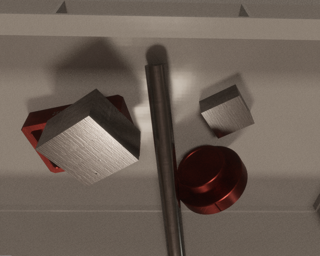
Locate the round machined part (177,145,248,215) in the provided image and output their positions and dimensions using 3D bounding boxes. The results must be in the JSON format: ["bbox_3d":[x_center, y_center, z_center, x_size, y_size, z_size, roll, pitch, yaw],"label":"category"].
[{"bbox_3d":[0.062,0.062,0.415,0.098,0.098,0.042,-24,126,19],"label":"round machined part"}]

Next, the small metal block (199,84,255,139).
[{"bbox_3d":[0.085,-0.020,0.394,0.050,0.025,0.050,-25,126,19],"label":"small metal block"}]

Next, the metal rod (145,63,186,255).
[{"bbox_3d":[0.011,0.069,0.397,0.025,0.025,0.298,-5,108,4],"label":"metal rod"}]

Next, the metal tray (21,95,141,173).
[{"bbox_3d":[-0.101,0.011,0.413,0.131,0.030,0.090,-11,130,8],"label":"metal tray"}]

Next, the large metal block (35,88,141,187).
[{"bbox_3d":[-0.080,0.014,0.363,0.080,0.050,0.080,-29,125,22],"label":"large metal block"}]
